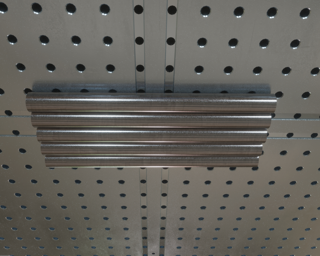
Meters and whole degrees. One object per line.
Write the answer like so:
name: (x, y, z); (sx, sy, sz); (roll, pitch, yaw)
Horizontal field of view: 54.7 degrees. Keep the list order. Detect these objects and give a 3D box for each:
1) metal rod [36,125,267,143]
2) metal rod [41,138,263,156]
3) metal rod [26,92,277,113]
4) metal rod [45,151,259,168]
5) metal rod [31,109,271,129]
metal rod: (-0.010, 0.007, 0.418); (0.302, 0.025, 0.025); (0, 130, -1)
metal rod: (-0.011, 0.026, 0.434); (0.302, 0.025, 0.025); (0, 130, -1)
metal rod: (-0.010, -0.031, 0.385); (0.302, 0.025, 0.025); (0, 130, -1)
metal rod: (-0.011, 0.045, 0.449); (0.302, 0.025, 0.025); (0, 130, -1)
metal rod: (-0.010, -0.012, 0.401); (0.302, 0.025, 0.025); (0, 130, -1)
